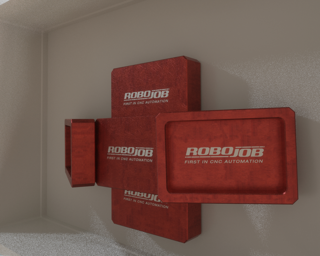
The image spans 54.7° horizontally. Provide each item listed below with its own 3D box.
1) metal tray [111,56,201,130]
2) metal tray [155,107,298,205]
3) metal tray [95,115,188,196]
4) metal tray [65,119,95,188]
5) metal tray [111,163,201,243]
[{"bbox_3d":[-0.010,-0.039,0.408,0.130,0.030,0.089,0,90,39],"label":"metal tray"},{"bbox_3d":[0.063,0.027,0.308,0.131,0.030,0.089,-2,89,10],"label":"metal tray"},{"bbox_3d":[-0.028,0.031,0.386,0.130,0.030,0.089,-1,89,39],"label":"metal tray"},{"bbox_3d":[-0.122,0.031,0.463,0.130,0.030,0.089,-176,86,-69],"label":"metal tray"},{"bbox_3d":[-0.009,0.089,0.408,0.130,0.030,0.089,0,90,39],"label":"metal tray"}]
